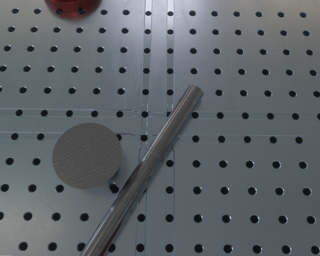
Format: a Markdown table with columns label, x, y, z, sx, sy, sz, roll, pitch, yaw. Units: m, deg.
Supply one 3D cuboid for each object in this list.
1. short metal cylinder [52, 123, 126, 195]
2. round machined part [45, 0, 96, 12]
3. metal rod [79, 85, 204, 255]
| label | x | y | z | sx | sy | sz | roll | pitch | yaw |
| --- | --- | --- | --- | --- | --- | --- | --- | --- | --- |
| short metal cylinder | -0.085 | 0.039 | 0.383 | 0.081 | 0.050 | 0.080 | 0 | 70 | 0 |
| round machined part | -0.144 | -0.236 | 0.488 | 0.099 | 0.042 | 0.098 | 0 | 70 | 0 |
| metal rod | -0.028 | 0.068 | 0.386 | 0.025 | 0.025 | 0.300 | 30 | 72 | 10 |
